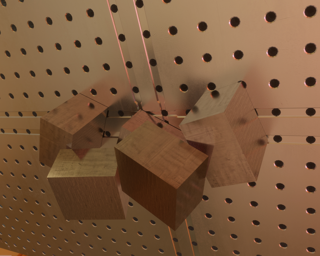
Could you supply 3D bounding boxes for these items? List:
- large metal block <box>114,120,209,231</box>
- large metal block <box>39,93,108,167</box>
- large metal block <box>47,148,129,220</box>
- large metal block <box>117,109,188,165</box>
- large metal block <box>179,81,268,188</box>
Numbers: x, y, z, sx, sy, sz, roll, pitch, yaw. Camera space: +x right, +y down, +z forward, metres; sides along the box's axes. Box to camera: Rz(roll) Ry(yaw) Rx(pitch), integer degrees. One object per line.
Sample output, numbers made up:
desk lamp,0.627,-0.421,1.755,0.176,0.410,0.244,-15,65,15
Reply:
large metal block,0.001,0.051,0.335,0.080,0.050,0.080,30,143,28
large metal block,-0.123,0.009,0.443,0.050,0.080,0.079,27,128,11
large metal block,-0.086,0.073,0.399,0.080,0.050,0.079,-2,127,5
large metal block,-0.014,0.034,0.421,0.080,0.050,0.079,28,128,10
large metal block,0.074,0.006,0.339,0.050,0.080,0.080,-17,110,34
